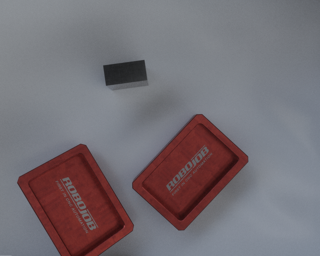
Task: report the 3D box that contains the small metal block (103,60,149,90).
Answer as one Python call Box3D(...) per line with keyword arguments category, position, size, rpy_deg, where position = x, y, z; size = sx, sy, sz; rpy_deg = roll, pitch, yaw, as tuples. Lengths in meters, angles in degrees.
Box3D(category="small metal block", position=(-0.042, -0.067, 0.398), size=(0.050, 0.050, 0.025), rpy_deg=(-8, 90, 0))

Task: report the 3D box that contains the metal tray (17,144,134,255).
Box3D(category="metal tray", position=(-0.104, 0.097, 0.390), size=(0.091, 0.030, 0.130), rpy_deg=(-31, 90, -24))

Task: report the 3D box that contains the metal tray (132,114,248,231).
Box3D(category="metal tray", position=(0.039, 0.056, 0.409), size=(0.090, 0.030, 0.130), rpy_deg=(43, 90, -1))
